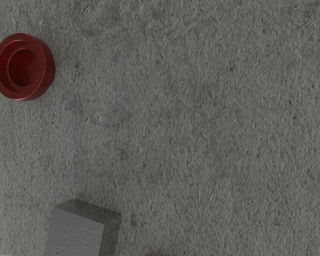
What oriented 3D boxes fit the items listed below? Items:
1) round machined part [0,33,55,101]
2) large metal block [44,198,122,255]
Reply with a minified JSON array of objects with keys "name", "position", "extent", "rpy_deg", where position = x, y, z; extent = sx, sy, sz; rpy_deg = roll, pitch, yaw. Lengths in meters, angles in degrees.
[{"name":"round machined part","position":[-0.200,-0.090,0.469],"extent":[0.098,0.042,0.097],"rpy_deg":[0,90,19]},{"name":"large metal block","position":[-0.107,0.153,0.432],"extent":[0.080,0.050,0.079],"rpy_deg":[13,94,19]}]
